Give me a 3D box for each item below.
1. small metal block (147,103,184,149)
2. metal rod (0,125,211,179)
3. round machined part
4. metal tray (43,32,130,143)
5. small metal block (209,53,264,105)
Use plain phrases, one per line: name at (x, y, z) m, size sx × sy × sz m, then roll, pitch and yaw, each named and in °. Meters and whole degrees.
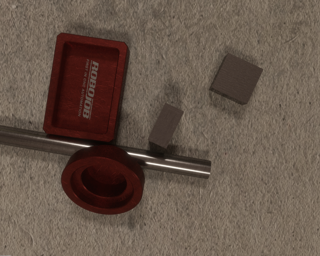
small metal block at (0.007, -0.003, 0.398) m, size 0.025 × 0.050 × 0.050 m, roll 26°, pitch 90°, yaw 0°
metal rod at (-0.084, 0.030, 0.408) m, size 0.302 × 0.025 × 0.025 m, roll 10°, pitch 90°, yaw -1°
round machined part at (-0.068, 0.060, 0.386) m, size 0.099 × 0.042 × 0.097 m, roll 3°, pitch 125°, yaw 4°
metal tray at (-0.095, -0.051, 0.406) m, size 0.091 × 0.030 × 0.129 m, roll 9°, pitch 90°, yaw -1°
small metal block at (0.100, -0.064, 0.411) m, size 0.050 × 0.025 × 0.050 m, roll 25°, pitch 90°, yaw -1°
